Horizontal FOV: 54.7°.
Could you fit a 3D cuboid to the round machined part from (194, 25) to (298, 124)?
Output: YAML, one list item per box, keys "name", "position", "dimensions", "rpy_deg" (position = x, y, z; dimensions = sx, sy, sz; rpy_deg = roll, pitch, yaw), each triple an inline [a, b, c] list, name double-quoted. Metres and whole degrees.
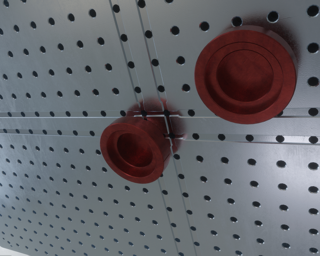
- name: "round machined part"
  position: [0.089, -0.056, 0.319]
  dimensions: [0.098, 0.042, 0.097]
  rpy_deg: [13, 124, 21]

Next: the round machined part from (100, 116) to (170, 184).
- name: "round machined part"
  position: [-0.031, 0.026, 0.433]
  dimensions: [0.098, 0.042, 0.097]
  rpy_deg: [13, 124, 21]
